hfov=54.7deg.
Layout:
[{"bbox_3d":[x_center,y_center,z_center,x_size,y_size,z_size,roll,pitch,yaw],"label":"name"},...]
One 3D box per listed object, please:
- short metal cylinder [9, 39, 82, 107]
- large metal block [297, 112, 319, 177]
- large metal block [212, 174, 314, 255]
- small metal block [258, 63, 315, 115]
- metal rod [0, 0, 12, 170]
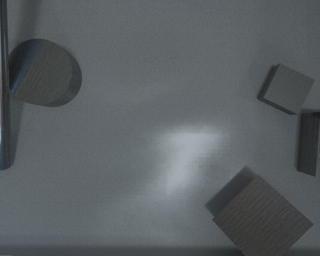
[{"bbox_3d":[-0.146,-0.068,0.397,0.081,0.050,0.079,0,90,-1],"label":"short metal cylinder"},{"bbox_3d":[0.232,0.023,0.402,0.081,0.050,0.079,4,90,-1],"label":"large metal block"},{"bbox_3d":[0.126,0.119,0.384,0.080,0.050,0.080,-44,60,-1],"label":"large metal block"},{"bbox_3d":[0.168,-0.051,0.414,0.050,0.025,0.050,26,90,-1],"label":"small metal block"},{"bbox_3d":[-0.182,-0.081,0.343,0.025,0.025,0.298,12,117,-1],"label":"metal rod"}]
